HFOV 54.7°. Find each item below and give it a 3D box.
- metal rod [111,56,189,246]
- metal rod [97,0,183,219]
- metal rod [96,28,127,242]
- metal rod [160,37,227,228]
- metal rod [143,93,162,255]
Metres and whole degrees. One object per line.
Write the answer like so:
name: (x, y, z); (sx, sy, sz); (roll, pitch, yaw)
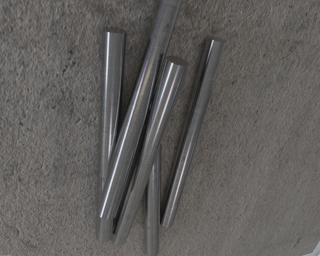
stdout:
metal rod: (-0.023, 0.050, 0.401); (0.025, 0.025, 0.298); (0, 126, -29)
metal rod: (-0.023, -0.028, 0.355); (0.025, 0.025, 0.298); (8, 108, -32)
metal rod: (-0.065, 0.030, 0.389); (0.025, 0.025, 0.298); (-7, 122, -25)
metal rod: (0.040, 0.023, 0.442); (0.025, 0.025, 0.298); (-2, 119, -28)
metal rod: (-0.011, 0.082, 0.450); (0.025, 0.025, 0.298); (-13, 124, -21)
